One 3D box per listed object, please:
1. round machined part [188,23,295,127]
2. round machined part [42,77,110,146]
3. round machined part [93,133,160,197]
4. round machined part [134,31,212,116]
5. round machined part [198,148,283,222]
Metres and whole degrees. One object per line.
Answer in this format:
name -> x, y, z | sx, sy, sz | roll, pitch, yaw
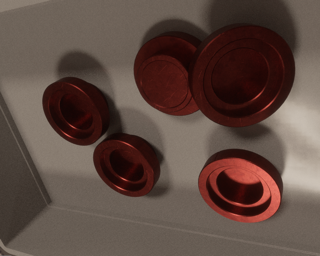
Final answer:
round machined part -> 0.076, -0.053, 0.306 | 0.099, 0.042, 0.097 | -2, 115, -5
round machined part -> -0.113, -0.027, 0.438 | 0.098, 0.042, 0.097 | 13, 124, 20
round machined part -> -0.044, 0.049, 0.449 | 0.098, 0.042, 0.097 | 13, 124, 20
round machined part -> 0.013, -0.057, 0.355 | 0.098, 0.042, 0.097 | 13, 124, 20
round machined part -> 0.101, 0.066, 0.385 | 0.098, 0.042, 0.097 | 13, 124, 20
